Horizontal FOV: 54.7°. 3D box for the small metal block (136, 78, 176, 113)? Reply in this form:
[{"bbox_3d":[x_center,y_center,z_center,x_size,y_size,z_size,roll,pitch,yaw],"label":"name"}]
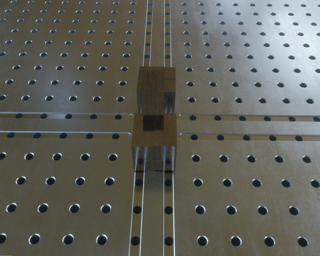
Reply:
[{"bbox_3d":[-0.005,-0.040,0.424,0.050,0.050,0.025,2,50,1],"label":"small metal block"}]

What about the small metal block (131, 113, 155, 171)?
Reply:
[{"bbox_3d":[-0.019,0.017,0.376,0.025,0.050,0.050,1,50,1],"label":"small metal block"}]

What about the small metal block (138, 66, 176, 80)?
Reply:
[{"bbox_3d":[-0.004,-0.060,0.441,0.050,0.050,0.025,2,50,1],"label":"small metal block"}]

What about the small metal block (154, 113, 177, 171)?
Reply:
[{"bbox_3d":[0.007,0.017,0.376,0.025,0.050,0.050,1,50,1],"label":"small metal block"}]

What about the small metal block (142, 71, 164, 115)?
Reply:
[{"bbox_3d":[-0.008,-0.043,0.373,0.025,0.050,0.050,0,8,1],"label":"small metal block"}]
